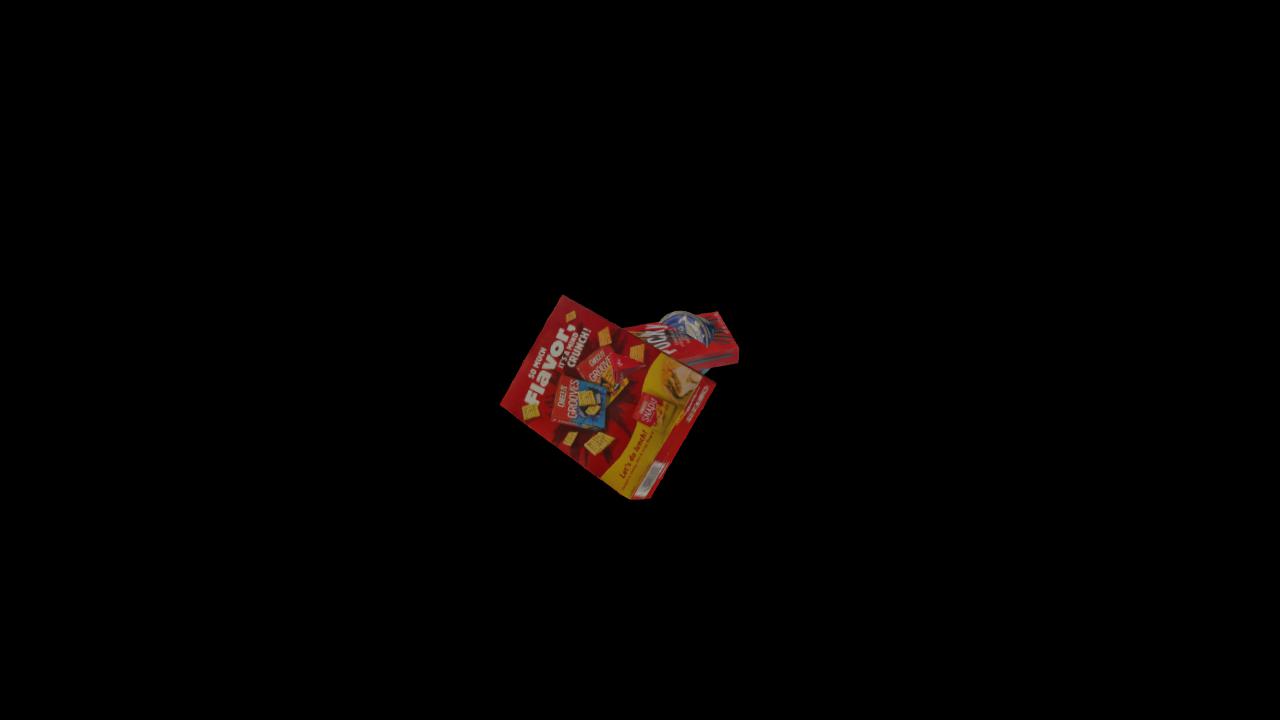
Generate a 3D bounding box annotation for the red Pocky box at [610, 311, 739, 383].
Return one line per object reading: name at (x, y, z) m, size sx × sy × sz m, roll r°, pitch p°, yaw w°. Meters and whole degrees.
red Pocky box at (0.036, -0.016, 0.751) m, size 0.155 × 0.028 × 0.083 m, roll -11°, pitch 40°, yaw -8°

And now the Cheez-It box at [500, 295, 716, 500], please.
Cheez-It box at (-0.044, 0.043, 0.757) m, size 0.223 × 0.166 × 0.071 m, roll 30°, pitch 0°, yaw 25°

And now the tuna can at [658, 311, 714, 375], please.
tuna can at (0.055, -0.017, 0.763) m, size 0.084 × 0.084 × 0.034 m, roll 0°, pitch -6°, yaw 36°
